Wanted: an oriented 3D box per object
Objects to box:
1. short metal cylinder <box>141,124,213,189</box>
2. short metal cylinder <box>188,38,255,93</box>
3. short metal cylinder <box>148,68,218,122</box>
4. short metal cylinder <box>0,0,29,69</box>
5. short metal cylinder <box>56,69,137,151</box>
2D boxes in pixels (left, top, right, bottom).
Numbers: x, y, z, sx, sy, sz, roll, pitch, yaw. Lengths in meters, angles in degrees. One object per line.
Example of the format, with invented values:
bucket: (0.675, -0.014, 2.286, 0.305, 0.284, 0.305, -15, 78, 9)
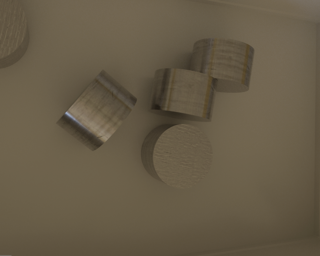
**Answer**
short metal cylinder: (0.021, 0.035, 0.405, 0.081, 0.050, 0.080, 0, 90, -20)
short metal cylinder: (0.081, -0.080, 0.411, 0.081, 0.080, 0.050, 10, 87, -20)
short metal cylinder: (0.029, -0.039, 0.392, 0.081, 0.080, 0.050, 11, 87, -20)
short metal cylinder: (-0.184, -0.107, 0.329, 0.081, 0.050, 0.080, 0, 90, -20)
short metal cylinder: (-0.072, -0.020, 0.355, 0.050, 0.080, 0.080, 41, 77, -16)
